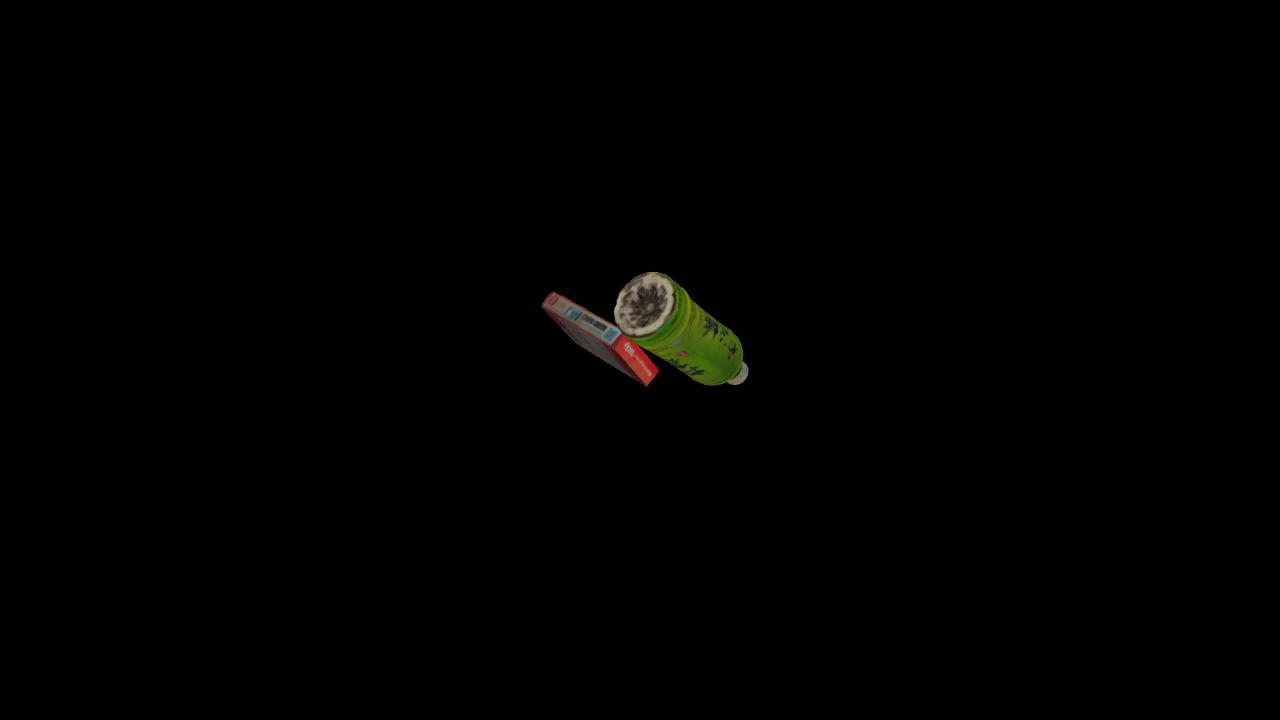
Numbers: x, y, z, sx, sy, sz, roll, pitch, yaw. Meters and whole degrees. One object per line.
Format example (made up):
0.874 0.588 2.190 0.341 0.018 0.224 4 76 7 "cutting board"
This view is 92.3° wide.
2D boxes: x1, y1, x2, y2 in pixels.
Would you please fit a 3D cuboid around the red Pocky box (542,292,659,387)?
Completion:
-0.049 -0.027 0.735 0.155 0.028 0.083 30 -15 44 "red Pocky box"

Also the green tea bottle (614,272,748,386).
0.058 -0.019 0.641 0.073 0.073 0.212 0 -17 34 "green tea bottle"
